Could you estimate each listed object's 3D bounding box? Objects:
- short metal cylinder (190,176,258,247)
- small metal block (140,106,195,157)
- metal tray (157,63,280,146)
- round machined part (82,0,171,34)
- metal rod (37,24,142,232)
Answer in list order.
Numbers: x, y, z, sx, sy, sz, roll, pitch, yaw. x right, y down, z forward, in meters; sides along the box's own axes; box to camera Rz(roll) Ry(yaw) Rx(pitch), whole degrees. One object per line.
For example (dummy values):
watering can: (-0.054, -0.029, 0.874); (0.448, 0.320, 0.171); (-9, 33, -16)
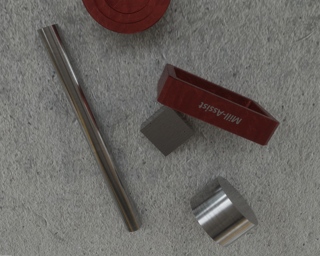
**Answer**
short metal cylinder: (0.087, 0.113, 0.423); (0.050, 0.080, 0.080); (-43, 105, 14)
small metal block: (0.010, 0.001, 0.410); (0.050, 0.025, 0.050); (-40, 106, 13)
metal tray: (0.063, -0.031, 0.364); (0.131, 0.090, 0.030); (22, 109, -8)
round machined part: (-0.036, -0.156, 0.343); (0.099, 0.042, 0.097); (0, 110, -1)
metal rod: (-0.085, 0.014, 0.413); (0.025, 0.025, 0.298); (-17, 110, 6)
